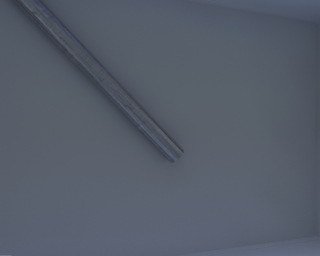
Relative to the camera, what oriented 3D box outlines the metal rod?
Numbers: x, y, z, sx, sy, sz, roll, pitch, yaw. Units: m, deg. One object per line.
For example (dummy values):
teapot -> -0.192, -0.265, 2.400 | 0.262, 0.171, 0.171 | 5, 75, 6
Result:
metal rod -> -0.078, -0.067, 0.381 | 0.300, 0.025, 0.025 | 46, 76, -14
